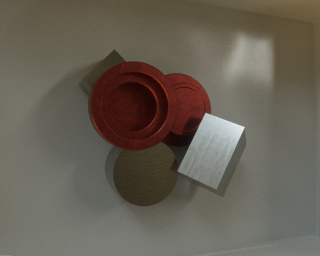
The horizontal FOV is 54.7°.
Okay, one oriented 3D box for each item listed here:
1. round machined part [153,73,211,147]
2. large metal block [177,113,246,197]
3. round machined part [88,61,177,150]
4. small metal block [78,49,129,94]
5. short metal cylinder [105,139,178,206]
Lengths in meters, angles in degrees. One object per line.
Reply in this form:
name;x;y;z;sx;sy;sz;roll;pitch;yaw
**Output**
round machined part;0.025;-0.024;0.408;0.099;0.042;0.097;0;90;-21
large metal block;0.071;0.038;0.400;0.050;0.080;0.080;23;79;22
round machined part;-0.033;-0.024;0.357;0.099;0.042;0.097;0;90;-21
small metal block;-0.068;-0.063;0.370;0.025;0.050;0.050;46;76;-15
short metal cylinder;-0.024;0.052;0.388;0.081;0.050;0.079;0;90;-21
